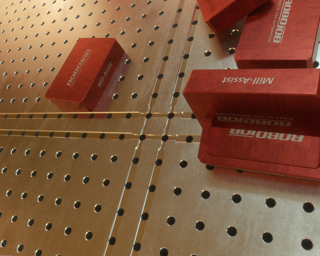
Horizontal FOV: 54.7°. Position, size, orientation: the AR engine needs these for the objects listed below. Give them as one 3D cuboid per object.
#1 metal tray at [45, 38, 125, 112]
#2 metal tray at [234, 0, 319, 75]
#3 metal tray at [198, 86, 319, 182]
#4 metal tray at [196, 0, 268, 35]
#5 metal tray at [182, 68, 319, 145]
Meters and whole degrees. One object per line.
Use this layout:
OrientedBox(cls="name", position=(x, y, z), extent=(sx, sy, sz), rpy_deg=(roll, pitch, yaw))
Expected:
OrientedBox(cls="metal tray", position=(-0.127, -0.094, 0.527), extent=(0.090, 0.030, 0.130), rpy_deg=(10, 67, 32))
OrientedBox(cls="metal tray", position=(0.158, -0.130, 0.401), extent=(0.090, 0.030, 0.130), rpy_deg=(8, 65, 31))
OrientedBox(cls="metal tray", position=(0.112, 0.003, 0.329), extent=(0.130, 0.030, 0.090), rpy_deg=(5, 78, 29))
OrientedBox(cls="metal tray", position=(0.099, -0.203, 0.451), extent=(0.090, 0.030, 0.130), rpy_deg=(-32, 41, 24))
OrientedBox(cls="metal tray", position=(0.100, -0.021, 0.325), extent=(0.130, 0.090, 0.030), rpy_deg=(6, 62, 30))
